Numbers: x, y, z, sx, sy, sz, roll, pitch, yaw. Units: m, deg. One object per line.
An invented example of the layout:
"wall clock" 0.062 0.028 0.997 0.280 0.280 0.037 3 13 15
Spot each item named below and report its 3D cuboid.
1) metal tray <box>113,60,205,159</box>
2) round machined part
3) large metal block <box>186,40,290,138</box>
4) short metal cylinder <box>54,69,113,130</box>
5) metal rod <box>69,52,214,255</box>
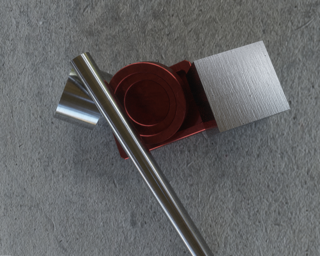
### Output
"metal tray" -0.003 -0.021 0.408 0.130 0.030 0.090 -22 83 18
"round machined part" -0.013 -0.032 0.379 0.098 0.042 0.097 4 106 14
"large metal block" 0.084 -0.041 0.349 0.081 0.050 0.080 -18 83 -8
"short metal cylinder" -0.101 -0.042 0.408 0.050 0.080 0.080 20 98 -18
"metal rod" -0.014 0.048 0.368 0.025 0.025 0.299 -29 98 17
